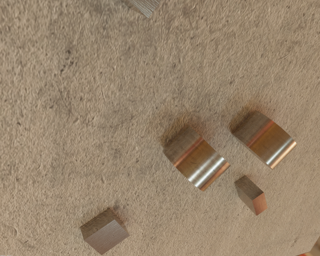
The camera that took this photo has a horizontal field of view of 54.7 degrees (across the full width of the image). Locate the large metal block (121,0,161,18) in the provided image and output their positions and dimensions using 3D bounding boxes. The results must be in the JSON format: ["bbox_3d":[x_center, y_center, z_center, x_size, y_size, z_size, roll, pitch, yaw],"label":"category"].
[{"bbox_3d":[-0.025,-0.162,0.278,0.080,0.050,0.080,31,101,-38],"label":"large metal block"}]

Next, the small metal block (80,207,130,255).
[{"bbox_3d":[-0.081,0.154,0.459,0.050,0.025,0.050,-34,129,-7],"label":"small metal block"}]

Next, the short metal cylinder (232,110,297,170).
[{"bbox_3d":[0.158,0.018,0.471,0.050,0.080,0.080,-48,129,5],"label":"short metal cylinder"}]

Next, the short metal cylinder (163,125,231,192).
[{"bbox_3d":[0.050,0.041,0.426,0.050,0.080,0.080,-46,130,4],"label":"short metal cylinder"}]

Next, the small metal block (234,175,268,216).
[{"bbox_3d":[0.164,0.121,0.558,0.025,0.050,0.050,-32,129,-8],"label":"small metal block"}]
